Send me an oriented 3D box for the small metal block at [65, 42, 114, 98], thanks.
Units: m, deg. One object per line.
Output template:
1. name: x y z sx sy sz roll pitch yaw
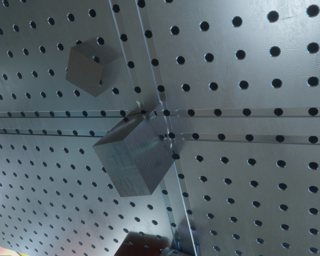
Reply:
1. small metal block: -0.094 -0.077 0.413 0.050 0.025 0.050 31 128 8

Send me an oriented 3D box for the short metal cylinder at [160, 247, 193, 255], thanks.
1. short metal cylinder: 0.024 0.247 0.516 0.050 0.080 0.079 13 124 21

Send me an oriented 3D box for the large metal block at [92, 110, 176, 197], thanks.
1. large metal block: -0.030 0.034 0.412 0.050 0.080 0.080 -12 112 33

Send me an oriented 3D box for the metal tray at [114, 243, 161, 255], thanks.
1. metal tray: -0.027 0.287 0.600 0.090 0.030 0.129 -2 118 29
